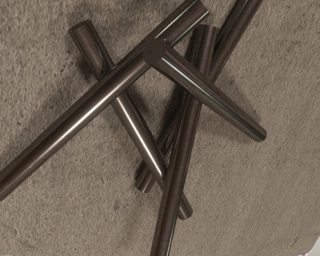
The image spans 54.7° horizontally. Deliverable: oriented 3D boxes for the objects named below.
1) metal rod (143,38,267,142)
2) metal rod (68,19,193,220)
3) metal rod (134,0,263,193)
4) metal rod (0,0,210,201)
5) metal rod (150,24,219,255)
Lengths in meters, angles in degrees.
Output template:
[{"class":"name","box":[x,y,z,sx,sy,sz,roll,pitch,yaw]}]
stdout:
[{"class":"metal rod","box":[0.079,-0.028,0.387,0.025,0.025,0.301,-53,143,9]},{"class":"metal rod","box":[-0.021,0.013,0.381,0.025,0.025,0.299,-32,122,-8]},{"class":"metal rod","box":[0.045,-0.040,0.408,0.025,0.025,0.298,18,109,-36]},{"class":"metal rod","box":[-0.074,-0.021,0.319,0.300,0.025,0.025,-40,131,12]},{"class":"metal rod","box":[0.028,0.025,0.388,0.025,0.025,0.298,6,100,-32]}]
